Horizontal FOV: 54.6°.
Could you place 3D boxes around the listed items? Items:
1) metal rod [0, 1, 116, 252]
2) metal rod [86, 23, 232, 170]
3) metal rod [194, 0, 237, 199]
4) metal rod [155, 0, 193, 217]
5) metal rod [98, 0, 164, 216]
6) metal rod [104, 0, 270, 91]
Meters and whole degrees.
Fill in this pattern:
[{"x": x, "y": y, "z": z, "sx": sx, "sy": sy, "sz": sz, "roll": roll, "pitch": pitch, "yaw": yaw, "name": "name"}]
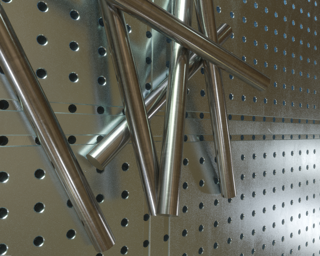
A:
[{"x": -0.114, "y": 0.000, "z": 0.313, "sx": 0.025, "sy": 0.025, "sz": 0.299, "roll": -33, "pitch": 111, "yaw": -35, "name": "metal rod"}, {"x": 0.015, "y": -0.058, "z": 0.420, "sx": 0.301, "sy": 0.025, "sz": 0.025, "roll": -48, "pitch": 118, "yaw": -29, "name": "metal rod"}, {"x": 0.085, "y": -0.032, "z": 0.455, "sx": 0.025, "sy": 0.025, "sz": 0.298, "roll": -25, "pitch": 113, "yaw": -37, "name": "metal rod"}, {"x": 0.021, "y": -0.046, "z": 0.381, "sx": 0.025, "sy": 0.025, "sz": 0.299, "roll": 24, "pitch": 62, "yaw": -37, "name": "metal rod"}, {"x": -0.035, "y": -0.049, "z": 0.353, "sx": 0.025, "sy": 0.025, "sz": 0.299, "roll": -14, "pitch": 92, "yaw": -39, "name": "metal rod"}, {"x": 0.031, "y": -0.112, "z": 0.377, "sx": 0.302, "sy": 0.025, "sz": 0.025, "roll": 21, "pitch": 77, "yaw": -31, "name": "metal rod"}]
